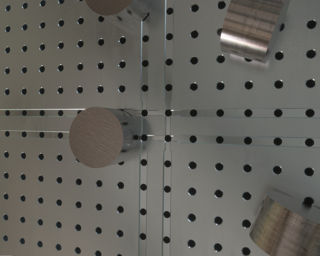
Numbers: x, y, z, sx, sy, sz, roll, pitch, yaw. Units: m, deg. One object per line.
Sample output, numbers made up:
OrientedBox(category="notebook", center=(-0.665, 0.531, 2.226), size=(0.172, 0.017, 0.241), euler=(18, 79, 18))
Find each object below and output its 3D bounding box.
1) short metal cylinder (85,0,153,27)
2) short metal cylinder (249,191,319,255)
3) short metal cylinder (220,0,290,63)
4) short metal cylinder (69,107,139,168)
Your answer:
OrientedBox(category="short metal cylinder", center=(-0.055, -0.183, 0.418), size=(0.080, 0.050, 0.079), euler=(0, 90, 19))
OrientedBox(category="short metal cylinder", center=(0.144, 0.109, 0.333), size=(0.080, 0.080, 0.050), euler=(22, 98, 18))
OrientedBox(category="short metal cylinder", center=(0.107, -0.118, 0.346), size=(0.050, 0.080, 0.080), euler=(22, 97, 18))
OrientedBox(category="short metal cylinder", center=(-0.075, 0.012, 0.425), size=(0.080, 0.050, 0.079), euler=(0, 90, 19))
